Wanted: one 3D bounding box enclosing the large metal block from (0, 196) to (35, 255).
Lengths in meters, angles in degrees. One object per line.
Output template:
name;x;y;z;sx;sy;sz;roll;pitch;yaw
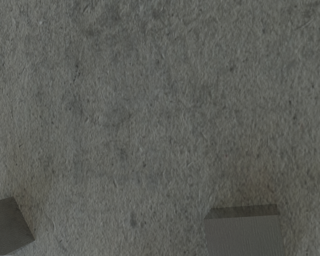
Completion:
large metal block;-0.252;0.158;0.466;0.050;0.080;0.080;-35;79;16

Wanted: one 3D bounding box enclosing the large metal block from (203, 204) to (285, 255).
large metal block;0.101;0.137;0.360;0.080;0.050;0.080;-10;87;19
